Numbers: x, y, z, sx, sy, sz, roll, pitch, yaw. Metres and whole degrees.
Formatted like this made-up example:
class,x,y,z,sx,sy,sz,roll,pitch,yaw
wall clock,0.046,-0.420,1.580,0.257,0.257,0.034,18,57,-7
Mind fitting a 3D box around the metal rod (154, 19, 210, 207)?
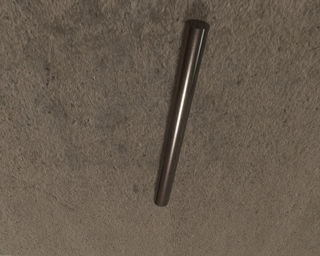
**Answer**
class,x,y,z,sx,sy,sz,roll,pitch,yaw
metal rod,0.020,0.006,0.412,0.025,0.025,0.298,5,130,-5
